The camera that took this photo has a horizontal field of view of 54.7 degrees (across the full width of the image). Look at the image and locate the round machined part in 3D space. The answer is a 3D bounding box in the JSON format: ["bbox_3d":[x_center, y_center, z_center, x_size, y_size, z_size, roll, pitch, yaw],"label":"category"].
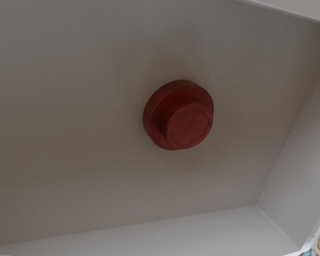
[{"bbox_3d":[0.030,-0.011,0.409,0.099,0.042,0.097,-14,125,-21],"label":"round machined part"}]
